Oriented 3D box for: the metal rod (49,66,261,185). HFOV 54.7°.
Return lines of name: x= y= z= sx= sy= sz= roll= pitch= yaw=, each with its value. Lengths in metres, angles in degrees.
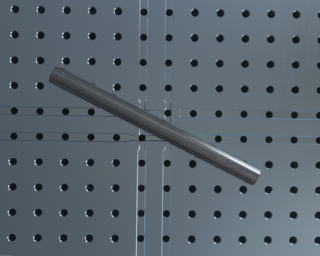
metal rod: x=-0.006 y=-0.003 z=0.413 sx=0.301 sy=0.025 sz=0.025 roll=27 pitch=90 yaw=-1
